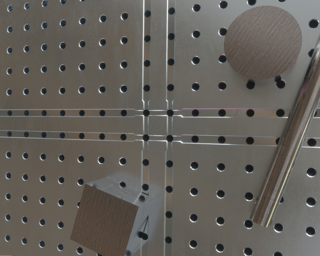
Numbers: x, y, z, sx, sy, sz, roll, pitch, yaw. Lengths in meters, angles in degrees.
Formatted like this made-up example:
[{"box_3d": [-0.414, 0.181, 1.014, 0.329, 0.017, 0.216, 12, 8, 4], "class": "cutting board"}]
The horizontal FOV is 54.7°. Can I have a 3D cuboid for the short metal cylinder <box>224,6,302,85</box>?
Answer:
[{"box_3d": [0.118, -0.092, 0.357, 0.080, 0.050, 0.080, 0, 90, 20], "class": "short metal cylinder"}]

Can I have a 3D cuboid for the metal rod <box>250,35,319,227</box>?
[{"box_3d": [0.167, -0.028, 0.353, 0.025, 0.025, 0.298, 21, 97, 19], "class": "metal rod"}]

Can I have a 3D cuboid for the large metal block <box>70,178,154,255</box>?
[{"box_3d": [-0.065, 0.123, 0.422, 0.080, 0.050, 0.080, 18, 96, 19], "class": "large metal block"}]
